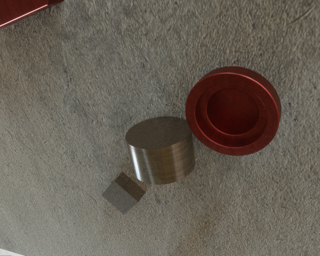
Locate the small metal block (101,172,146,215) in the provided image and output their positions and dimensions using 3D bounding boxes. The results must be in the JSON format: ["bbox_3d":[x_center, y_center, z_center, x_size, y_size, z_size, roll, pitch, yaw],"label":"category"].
[{"bbox_3d":[-0.060,0.107,0.504,0.050,0.025,0.050,42,129,-1],"label":"small metal block"}]

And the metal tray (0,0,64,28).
[{"bbox_3d":[-0.193,-0.185,0.391,0.130,0.030,0.090,-7,115,31],"label":"metal tray"}]

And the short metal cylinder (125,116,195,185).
[{"bbox_3d":[0.002,0.026,0.386,0.080,0.080,0.050,5,121,26],"label":"short metal cylinder"}]

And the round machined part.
[{"bbox_3d":[0.081,-0.021,0.340,0.098,0.042,0.097,13,124,21],"label":"round machined part"}]
